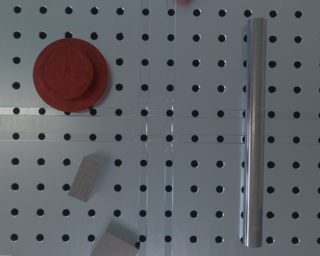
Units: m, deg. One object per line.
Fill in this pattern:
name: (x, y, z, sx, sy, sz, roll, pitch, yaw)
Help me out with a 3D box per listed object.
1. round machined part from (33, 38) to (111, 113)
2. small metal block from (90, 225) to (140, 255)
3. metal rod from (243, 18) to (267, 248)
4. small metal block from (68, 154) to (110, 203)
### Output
round machined part: (-0.117, -0.069, 0.404, 0.099, 0.042, 0.097, 0, 90, 0)
small metal block: (-0.061, 0.167, 0.413, 0.050, 0.025, 0.050, 30, 90, 0)
metal rod: (0.127, 0.006, 0.414, 0.025, 0.025, 0.298, 1, 90, 0)
small metal block: (-0.091, 0.063, 0.400, 0.025, 0.050, 0.050, 23, 90, 0)
